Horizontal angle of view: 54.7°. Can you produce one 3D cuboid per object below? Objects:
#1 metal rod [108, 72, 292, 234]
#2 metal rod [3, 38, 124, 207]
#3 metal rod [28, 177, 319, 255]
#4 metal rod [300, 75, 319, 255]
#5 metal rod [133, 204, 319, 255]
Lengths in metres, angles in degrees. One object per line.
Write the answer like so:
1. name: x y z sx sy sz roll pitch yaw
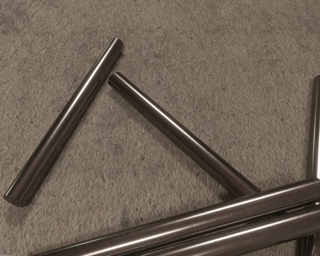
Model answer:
1. metal rod: 0.031 0.014 0.391 0.025 0.025 0.300 -34 58 -25
2. metal rod: -0.115 -0.031 0.427 0.025 0.025 0.300 13 51 10
3. metal rod: 0.014 0.098 0.300 0.302 0.025 0.025 -14 51 -5
4. metal rod: 0.193 0.037 0.374 0.025 0.025 0.301 16 52 13
5. metal rod: 0.029 0.117 0.287 0.302 0.025 0.025 -14 51 -5
